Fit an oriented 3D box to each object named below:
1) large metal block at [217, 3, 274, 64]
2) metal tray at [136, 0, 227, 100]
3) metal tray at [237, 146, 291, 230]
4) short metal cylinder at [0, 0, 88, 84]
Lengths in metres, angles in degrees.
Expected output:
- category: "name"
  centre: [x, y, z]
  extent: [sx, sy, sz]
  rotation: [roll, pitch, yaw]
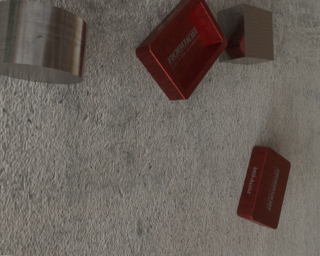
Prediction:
- category: "large metal block"
  centre: [0.140, -0.149, 0.506]
  extent: [0.081, 0.050, 0.079]
  rotation: [-5, 94, -40]
- category: "metal tray"
  centre: [0.035, -0.113, 0.430]
  extent: [0.090, 0.030, 0.130]
  rotation: [51, 60, -28]
- category: "metal tray"
  centre: [0.191, 0.108, 0.562]
  extent: [0.090, 0.030, 0.130]
  rotation: [30, 71, -36]
- category: "short metal cylinder"
  centre: [-0.108, -0.072, 0.278]
  extent: [0.081, 0.080, 0.050]
  rotation: [7, 86, -40]
